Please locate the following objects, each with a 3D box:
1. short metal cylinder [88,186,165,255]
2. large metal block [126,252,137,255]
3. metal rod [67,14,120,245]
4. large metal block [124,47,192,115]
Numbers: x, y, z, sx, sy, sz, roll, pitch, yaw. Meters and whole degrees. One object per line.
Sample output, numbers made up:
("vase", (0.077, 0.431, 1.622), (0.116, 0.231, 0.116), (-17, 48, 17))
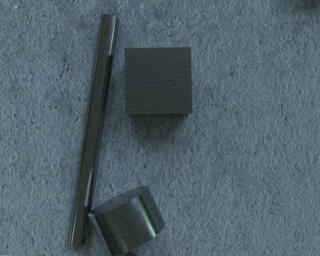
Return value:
("short metal cylinder", (-0.041, 0.112, 0.382), (0.080, 0.080, 0.050), (-24, 90, 0))
("large metal block", (-0.031, 0.223, 0.397), (0.080, 0.050, 0.080), (35, 90, 0))
("metal rod", (-0.087, 0.002, 0.409), (0.025, 0.025, 0.298), (8, 90, 0))
("large metal block", (-0.002, -0.057, 0.397), (0.081, 0.050, 0.080), (-1, 90, 0))
